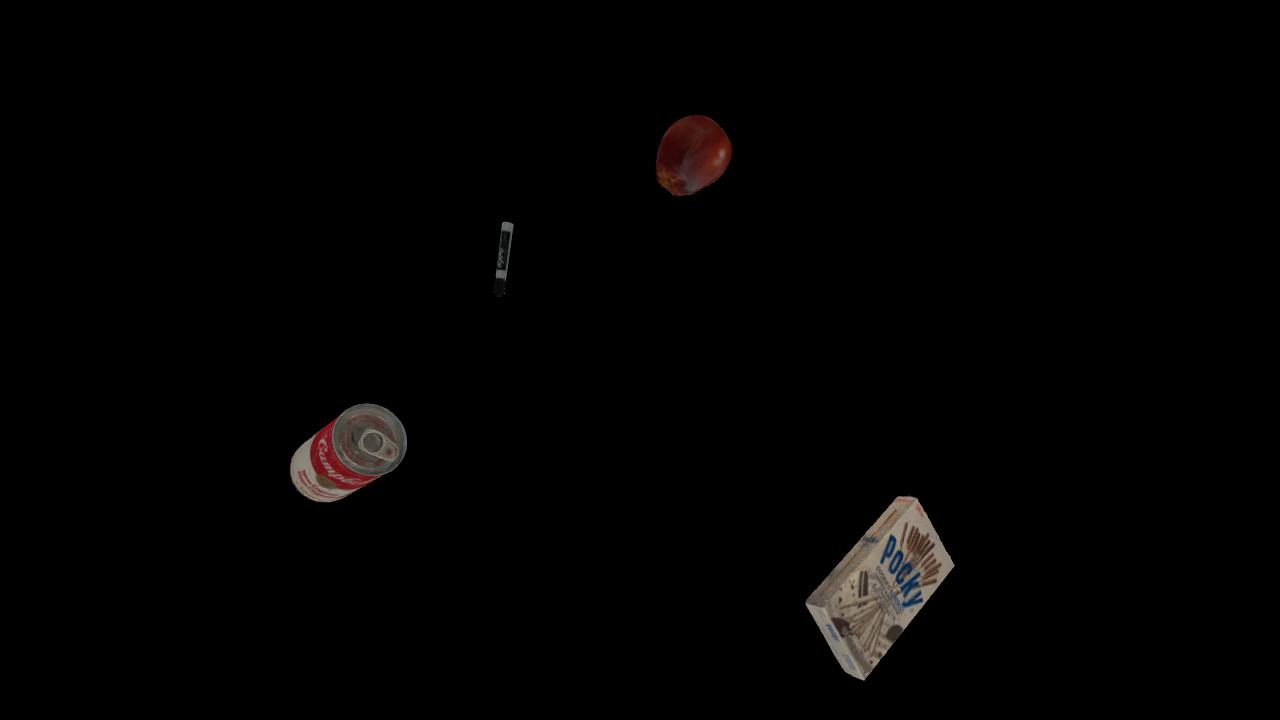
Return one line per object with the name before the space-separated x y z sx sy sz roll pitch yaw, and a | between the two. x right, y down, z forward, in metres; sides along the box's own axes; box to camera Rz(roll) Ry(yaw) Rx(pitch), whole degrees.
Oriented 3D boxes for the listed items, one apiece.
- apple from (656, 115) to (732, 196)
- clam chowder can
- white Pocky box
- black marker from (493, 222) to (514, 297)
apple | 0.059 -0.229 0.688 0.079 0.093 0.079 39 -15 13
clam chowder can | -0.274 0.089 0.576 0.102 0.068 0.068 -28 -17 36
white Pocky box | 0.224 0.206 0.568 0.154 0.084 0.028 -35 9 -26
black marker | -0.220 -0.161 0.989 0.020 0.121 0.020 6 -6 1
